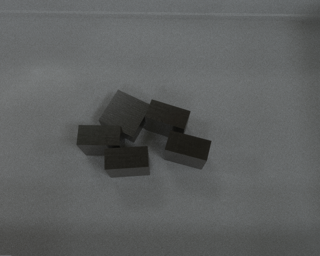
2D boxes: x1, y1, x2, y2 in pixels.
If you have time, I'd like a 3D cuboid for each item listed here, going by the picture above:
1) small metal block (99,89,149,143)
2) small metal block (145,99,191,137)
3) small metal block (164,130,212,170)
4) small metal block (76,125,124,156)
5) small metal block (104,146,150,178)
[{"bbox_3d":[-0.045,-0.016,0.415,0.050,0.025,0.050,26,72,9],"label":"small metal block"},{"bbox_3d":[0.010,-0.009,0.399,0.050,0.050,0.025,18,71,6],"label":"small metal block"},{"bbox_3d":[0.033,0.029,0.386,0.050,0.050,0.025,14,71,5],"label":"small metal block"},{"bbox_3d":[-0.072,0.017,0.390,0.050,0.050,0.025,1,71,0],"label":"small metal block"},{"bbox_3d":[-0.039,0.043,0.380,0.050,0.050,0.025,-4,70,-1],"label":"small metal block"}]
